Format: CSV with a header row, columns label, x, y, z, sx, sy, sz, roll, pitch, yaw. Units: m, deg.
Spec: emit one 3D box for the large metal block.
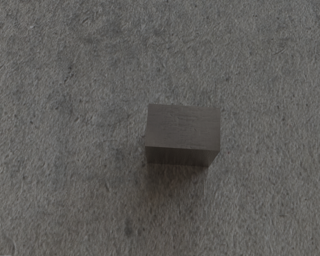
label,x,y,z,sx,sy,sz,roll,pitch,yaw
large metal block,0.025,0.012,0.375,0.081,0.080,0.050,4,70,1
